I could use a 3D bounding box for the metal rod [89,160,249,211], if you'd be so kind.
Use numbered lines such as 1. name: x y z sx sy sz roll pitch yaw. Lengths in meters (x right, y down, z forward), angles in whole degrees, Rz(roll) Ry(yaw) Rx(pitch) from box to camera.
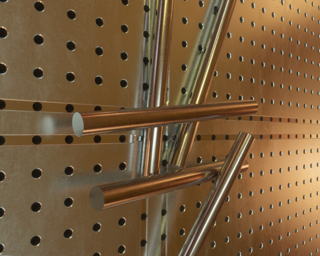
1. metal rod: 0.039 0.067 0.418 0.302 0.025 0.025 -2 92 -48

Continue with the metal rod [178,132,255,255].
1. metal rod: 0.057 0.140 0.428 0.025 0.025 0.300 37 77 -35

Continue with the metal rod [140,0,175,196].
1. metal rod: -0.002 -0.062 0.409 0.025 0.025 0.298 9 85 -40

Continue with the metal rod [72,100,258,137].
1. metal rod: 0.033 -0.018 0.404 0.302 0.025 0.025 -7 95 -40

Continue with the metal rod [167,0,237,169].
1. metal rod: 0.069 -0.083 0.469 0.025 0.025 0.299 30 71 -36
